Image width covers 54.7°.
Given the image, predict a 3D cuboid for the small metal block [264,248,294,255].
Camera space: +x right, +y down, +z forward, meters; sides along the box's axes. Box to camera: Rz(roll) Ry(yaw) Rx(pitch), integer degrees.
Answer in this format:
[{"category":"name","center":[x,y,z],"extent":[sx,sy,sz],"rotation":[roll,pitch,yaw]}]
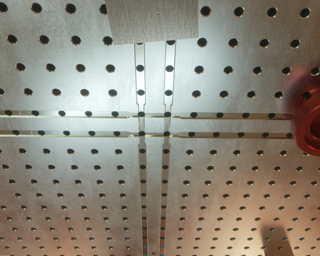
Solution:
[{"category":"small metal block","center":[0.249,0.276,0.635],"extent":[0.050,0.050,0.025],"rotation":[4,130,-4]}]

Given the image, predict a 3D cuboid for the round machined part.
[{"category":"round machined part","center":[0.216,-0.012,0.394],"extent":[0.099,0.042,0.097],"rotation":[-1,130,0]}]

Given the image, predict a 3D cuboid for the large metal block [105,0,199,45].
[{"category":"large metal block","center":[-0.008,-0.128,0.286],"extent":[0.080,0.050,0.080],"rotation":[-4,130,3]}]
